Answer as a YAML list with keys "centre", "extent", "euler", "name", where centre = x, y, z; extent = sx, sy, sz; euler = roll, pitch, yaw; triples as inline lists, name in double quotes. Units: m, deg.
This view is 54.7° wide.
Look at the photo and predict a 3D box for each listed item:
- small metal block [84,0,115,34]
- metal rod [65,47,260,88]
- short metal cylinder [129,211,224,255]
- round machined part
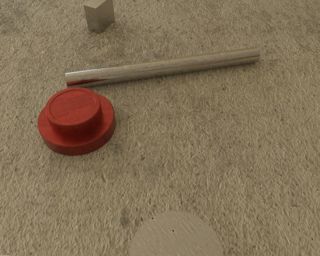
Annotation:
- centre: [-0.108, -0.207, 0.560]
  extent: [0.025, 0.050, 0.050]
  euler: [22, 53, 17]
  name: "small metal block"
- centre: [0.009, -0.094, 0.482]
  extent: [0.302, 0.025, 0.025]
  euler: [-10, 51, -9]
  name: "metal rod"
- centre: [0.014, 0.124, 0.283]
  extent: [0.081, 0.050, 0.080]
  euler: [0, 50, 0]
  name: "short metal cylinder"
- centre: [-0.109, -0.016, 0.404]
  extent: [0.099, 0.042, 0.098]
  euler: [0, 50, 0]
  name: "round machined part"
